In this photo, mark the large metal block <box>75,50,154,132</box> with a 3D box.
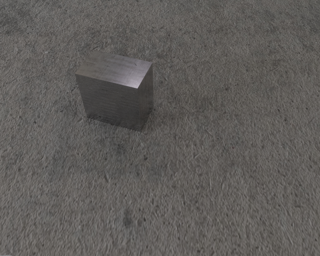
[{"bbox_3d":[-0.055,-0.048,0.408,0.080,0.080,0.050,15,52,12],"label":"large metal block"}]
